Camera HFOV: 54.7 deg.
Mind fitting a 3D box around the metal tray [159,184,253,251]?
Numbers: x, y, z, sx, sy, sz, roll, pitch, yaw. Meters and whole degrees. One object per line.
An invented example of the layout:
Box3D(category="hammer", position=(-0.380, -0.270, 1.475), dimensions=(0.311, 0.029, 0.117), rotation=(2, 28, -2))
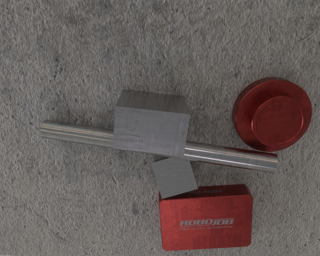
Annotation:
Box3D(category="metal tray", position=(0.066, 0.133, 0.457), dimensions=(0.131, 0.030, 0.089), rotation=(-3, 110, 1))

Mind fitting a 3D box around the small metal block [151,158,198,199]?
Box3D(category="small metal block", position=(0.021, 0.064, 0.425), dimensions=(0.050, 0.025, 0.050), rotation=(-17, 87, 6))

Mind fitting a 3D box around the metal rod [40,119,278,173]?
Box3D(category="metal rod", position=(-0.003, 0.023, 0.401), dimensions=(0.302, 0.025, 0.025), rotation=(8, 110, 3))

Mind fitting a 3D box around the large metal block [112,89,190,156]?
Box3D(category="large metal block", position=(-0.010, -0.010, 0.377), dimensions=(0.081, 0.080, 0.050), rotation=(6, 110, -3))

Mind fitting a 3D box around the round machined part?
Box3D(category="round machined part", position=(0.146, -0.013, 0.397), dimensions=(0.099, 0.042, 0.097), rotation=(0, 110, 0))
